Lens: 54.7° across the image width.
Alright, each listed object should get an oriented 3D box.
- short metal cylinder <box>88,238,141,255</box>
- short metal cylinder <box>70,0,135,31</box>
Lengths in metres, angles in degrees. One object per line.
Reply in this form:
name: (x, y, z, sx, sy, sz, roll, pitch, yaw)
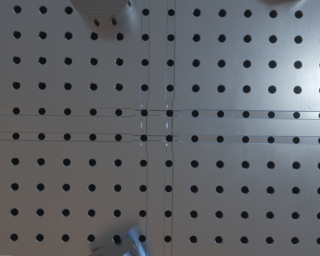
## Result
short metal cylinder: (-0.059, 0.182, 0.385, 0.080, 0.080, 0.050, -24, 90, 0)
short metal cylinder: (-0.073, -0.173, 0.400, 0.081, 0.050, 0.079, 0, 90, 0)
